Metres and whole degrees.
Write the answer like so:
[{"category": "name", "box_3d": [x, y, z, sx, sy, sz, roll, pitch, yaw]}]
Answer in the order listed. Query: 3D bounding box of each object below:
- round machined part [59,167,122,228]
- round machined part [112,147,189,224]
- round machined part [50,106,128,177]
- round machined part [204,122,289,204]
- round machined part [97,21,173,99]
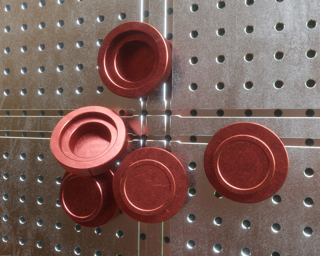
[{"category": "round machined part", "box_3d": [-0.101, 0.093, 0.438, 0.098, 0.042, 0.097, 0, 90, 19]}, {"category": "round machined part", "box_3d": [-0.013, 0.073, 0.396, 0.099, 0.042, 0.097, 0, 86, 6]}, {"category": "round machined part", "box_3d": [-0.092, 0.021, 0.418, 0.099, 0.042, 0.098, -1, 56, 2]}, {"category": "round machined part", "box_3d": [0.100, 0.041, 0.368, 0.098, 0.042, 0.097, 0, 90, 19]}, {"category": "round machined part", "box_3d": [-0.030, -0.087, 0.413, 0.098, 0.042, 0.097, 0, 90, 19]}]
